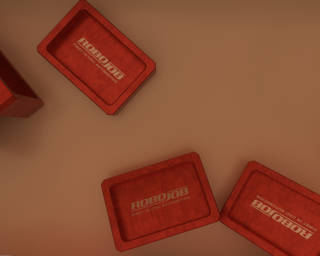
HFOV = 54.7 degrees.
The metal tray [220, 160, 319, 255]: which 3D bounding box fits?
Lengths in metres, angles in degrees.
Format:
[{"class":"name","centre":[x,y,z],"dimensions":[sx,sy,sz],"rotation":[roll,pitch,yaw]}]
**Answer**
[{"class":"metal tray","centre":[0.151,0.110,0.383],"dimensions":[0.130,0.030,0.090],"rotation":[29,90,25]}]

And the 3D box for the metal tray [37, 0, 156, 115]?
[{"class":"metal tray","centre":[-0.081,-0.090,0.407],"dimensions":[0.130,0.030,0.090],"rotation":[42,90,0]}]

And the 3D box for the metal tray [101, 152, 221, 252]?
[{"class":"metal tray","centre":[0.000,0.093,0.394],"dimensions":[0.131,0.030,0.090],"rotation":[-17,71,0]}]

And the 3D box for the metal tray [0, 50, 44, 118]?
[{"class":"metal tray","centre":[-0.208,-0.072,0.377],"dimensions":[0.030,0.090,0.130],"rotation":[-39,90,0]}]
